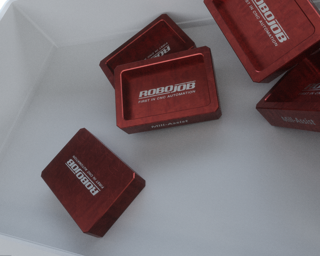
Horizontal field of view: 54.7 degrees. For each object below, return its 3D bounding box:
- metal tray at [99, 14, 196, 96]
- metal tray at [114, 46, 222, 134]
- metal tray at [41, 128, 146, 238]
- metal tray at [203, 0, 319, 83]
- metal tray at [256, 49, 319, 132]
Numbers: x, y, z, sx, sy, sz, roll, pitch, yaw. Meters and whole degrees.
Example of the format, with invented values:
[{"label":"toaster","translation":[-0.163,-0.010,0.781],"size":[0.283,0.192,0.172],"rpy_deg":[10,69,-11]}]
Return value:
[{"label":"metal tray","translation":[-0.018,-0.103,0.468],"size":[0.130,0.030,0.090],"rpy_deg":[-37,58,3]},{"label":"metal tray","translation":[0.008,-0.048,0.403],"size":[0.130,0.030,0.090],"rpy_deg":[-10,71,14]},{"label":"metal tray","translation":[-0.092,0.067,0.410],"size":[0.130,0.030,0.090],"rpy_deg":[35,81,38]},{"label":"metal tray","translation":[0.117,-0.127,0.351],"size":[0.090,0.030,0.130],"rpy_deg":[-38,72,37]},{"label":"metal tray","translation":[0.159,-0.040,0.293],"size":[0.090,0.030,0.130],"rpy_deg":[-46,11,-4]}]
